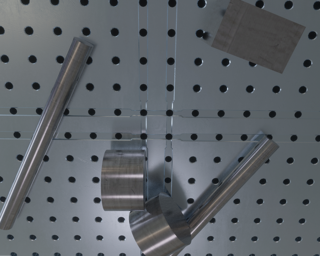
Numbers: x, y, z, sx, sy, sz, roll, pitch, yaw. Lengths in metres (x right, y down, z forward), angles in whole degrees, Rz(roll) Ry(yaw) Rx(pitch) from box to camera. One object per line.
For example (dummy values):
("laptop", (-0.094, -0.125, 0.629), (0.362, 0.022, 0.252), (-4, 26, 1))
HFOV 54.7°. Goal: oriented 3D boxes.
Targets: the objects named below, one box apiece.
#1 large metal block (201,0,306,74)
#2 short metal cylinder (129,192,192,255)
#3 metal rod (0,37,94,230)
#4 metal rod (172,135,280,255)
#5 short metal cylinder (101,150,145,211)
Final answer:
("large metal block", (0.098, -0.105, 0.346), (0.080, 0.080, 0.050), (19, 109, -7))
("short metal cylinder", (0.001, 0.137, 0.435), (0.050, 0.080, 0.080), (-33, 107, 11))
("metal rod", (-0.162, 0.020, 0.419), (0.025, 0.025, 0.298), (26, 108, -10))
("metal rod", (0.064, 0.131, 0.462), (0.025, 0.025, 0.299), (35, 106, -12))
("short metal cylinder", (-0.045, 0.068, 0.409), (0.050, 0.080, 0.079), (0, 110, 0))
